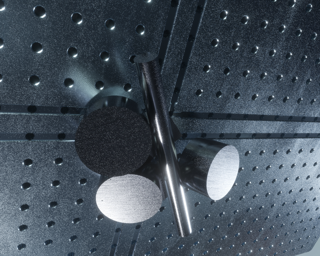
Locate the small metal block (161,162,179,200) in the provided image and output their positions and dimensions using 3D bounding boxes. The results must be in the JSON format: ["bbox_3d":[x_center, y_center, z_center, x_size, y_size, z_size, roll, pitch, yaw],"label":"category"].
[{"bbox_3d":[0.010,0.071,0.456,0.050,0.025,0.050,-35,129,-5],"label":"small metal block"}]

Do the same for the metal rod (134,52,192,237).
[{"bbox_3d":[0.012,0.045,0.408,0.025,0.025,0.298,-23,127,-14],"label":"metal rod"}]

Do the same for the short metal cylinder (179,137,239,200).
[{"bbox_3d":[0.071,0.057,0.448,0.081,0.050,0.079,-18,115,-43],"label":"short metal cylinder"}]

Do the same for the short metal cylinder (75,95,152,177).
[{"bbox_3d":[-0.051,0.008,0.349,0.081,0.050,0.079,-2,109,-6],"label":"short metal cylinder"}]

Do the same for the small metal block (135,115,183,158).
[{"bbox_3d":[-0.006,0.004,0.406,0.050,0.025,0.050,-37,129,-4],"label":"small metal block"}]

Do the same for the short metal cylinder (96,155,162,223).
[{"bbox_3d":[-0.038,0.075,0.399,0.081,0.050,0.079,-1,120,-2],"label":"short metal cylinder"}]
